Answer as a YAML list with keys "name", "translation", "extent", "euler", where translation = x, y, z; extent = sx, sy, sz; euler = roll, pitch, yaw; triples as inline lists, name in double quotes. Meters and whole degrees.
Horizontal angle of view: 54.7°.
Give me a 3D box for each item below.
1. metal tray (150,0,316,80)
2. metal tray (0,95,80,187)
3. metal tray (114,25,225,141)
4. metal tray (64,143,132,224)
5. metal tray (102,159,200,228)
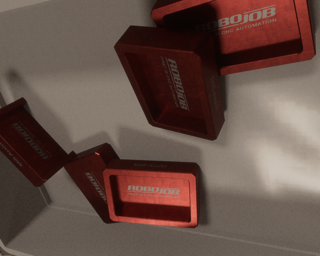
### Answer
- name: "metal tray"
  translation: [0.068, -0.096, 0.289]
  extent: [0.130, 0.030, 0.090]
  euler: [-6, 137, 30]
- name: "metal tray"
  translation: [-0.206, 0.019, 0.501]
  extent: [0.130, 0.090, 0.030]
  euler: [49, 128, -6]
- name: "metal tray"
  translation: [0.016, -0.044, 0.331]
  extent: [0.090, 0.030, 0.130]
  euler: [14, 148, 27]
- name: "metal tray"
  translation: [-0.087, 0.094, 0.507]
  extent: [0.090, 0.030, 0.130]
  euler: [-21, 108, 35]
- name: "metal tray"
  translation: [-0.011, 0.093, 0.442]
  extent: [0.131, 0.030, 0.089]
  euler: [1, 113, 13]
